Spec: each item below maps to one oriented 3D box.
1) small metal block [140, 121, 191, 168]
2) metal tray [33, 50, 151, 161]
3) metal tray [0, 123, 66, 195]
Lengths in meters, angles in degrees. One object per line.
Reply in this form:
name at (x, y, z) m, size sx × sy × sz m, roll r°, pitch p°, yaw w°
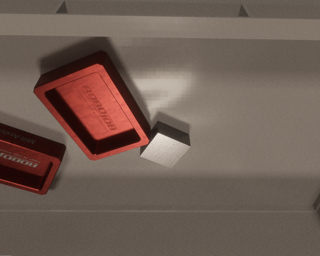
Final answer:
small metal block at (0.007, 0.024, 0.430) m, size 0.050 × 0.025 × 0.050 m, roll 23°, pitch 126°, yaw -19°
metal tray at (-0.078, -0.021, 0.386) m, size 0.090 × 0.030 × 0.130 m, roll -18°, pitch 128°, yaw 14°
metal tray at (-0.212, 0.042, 0.437) m, size 0.131 × 0.030 × 0.089 m, roll 22°, pitch 127°, yaw -18°
